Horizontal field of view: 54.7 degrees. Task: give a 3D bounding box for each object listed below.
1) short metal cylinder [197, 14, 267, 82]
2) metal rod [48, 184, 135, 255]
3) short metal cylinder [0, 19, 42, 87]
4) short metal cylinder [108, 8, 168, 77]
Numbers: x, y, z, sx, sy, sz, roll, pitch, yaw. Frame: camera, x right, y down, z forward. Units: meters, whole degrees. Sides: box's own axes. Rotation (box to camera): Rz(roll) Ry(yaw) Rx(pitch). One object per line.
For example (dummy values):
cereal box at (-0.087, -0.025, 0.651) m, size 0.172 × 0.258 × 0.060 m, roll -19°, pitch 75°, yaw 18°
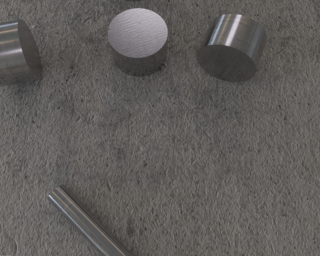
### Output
short metal cylinder at (0.097, -0.106, 0.418) m, size 0.080 × 0.080 × 0.050 m, roll 21°, pitch 72°, yaw 7°
metal rod at (-0.016, 0.173, 0.344) m, size 0.300 × 0.025 × 0.025 m, roll 41°, pitch 75°, yaw 13°
short metal cylinder at (-0.198, -0.100, 0.414) m, size 0.050 × 0.080 × 0.080 m, roll -13°, pitch 71°, yaw -5°
short metal cylinder at (-0.030, -0.120, 0.438) m, size 0.081 × 0.050 × 0.080 m, roll 0°, pitch 70°, yaw 0°
